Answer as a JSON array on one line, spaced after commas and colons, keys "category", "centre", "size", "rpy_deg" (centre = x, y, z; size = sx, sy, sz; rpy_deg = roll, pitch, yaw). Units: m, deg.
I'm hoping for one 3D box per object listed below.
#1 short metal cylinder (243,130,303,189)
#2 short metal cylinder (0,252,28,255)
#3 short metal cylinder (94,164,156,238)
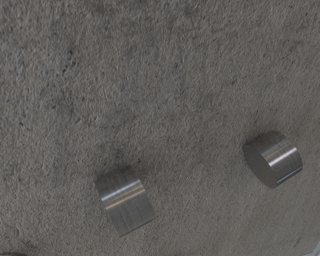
[{"category": "short metal cylinder", "centre": [0.181, 0.050, 0.501], "size": [0.050, 0.080, 0.080], "rpy_deg": [-30, 129, -9]}, {"category": "short metal cylinder", "centre": [-0.207, 0.213, 0.409], "size": [0.081, 0.050, 0.079], "rpy_deg": [-14, 124, -21]}, {"category": "short metal cylinder", "centre": [-0.046, 0.094, 0.404], "size": [0.050, 0.080, 0.080], "rpy_deg": [-25, 128, -13]}]
